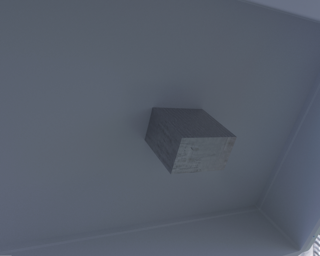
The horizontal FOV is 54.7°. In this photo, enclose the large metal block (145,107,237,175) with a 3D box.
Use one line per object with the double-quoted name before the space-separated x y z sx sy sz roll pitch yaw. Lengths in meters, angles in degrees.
"large metal block" 0.037 0.014 0.404 0.081 0.080 0.050 0 118 -29
